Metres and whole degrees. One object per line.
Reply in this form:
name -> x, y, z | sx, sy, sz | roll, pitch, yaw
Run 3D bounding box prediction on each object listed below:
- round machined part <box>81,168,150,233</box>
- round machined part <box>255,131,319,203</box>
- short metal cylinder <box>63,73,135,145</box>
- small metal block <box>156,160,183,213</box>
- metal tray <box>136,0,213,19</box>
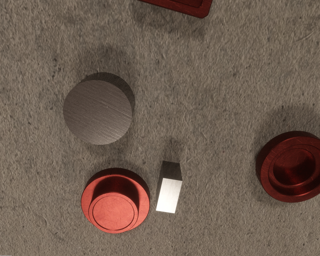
round machined part -> -0.063, 0.109, 0.440 | 0.099, 0.042, 0.097 | 0, 110, -1
round machined part -> 0.179, 0.049, 0.421 | 0.099, 0.042, 0.097 | 0, 110, -1
short metal cylinder -> -0.073, -0.026, 0.386 | 0.081, 0.050, 0.079 | 0, 110, -1
small metal block -> 0.012, 0.080, 0.426 | 0.025, 0.050, 0.050 | 10, 110, -4
metal tray -> 0.026, -0.196, 0.335 | 0.091, 0.030, 0.129 | 14, 109, -6
